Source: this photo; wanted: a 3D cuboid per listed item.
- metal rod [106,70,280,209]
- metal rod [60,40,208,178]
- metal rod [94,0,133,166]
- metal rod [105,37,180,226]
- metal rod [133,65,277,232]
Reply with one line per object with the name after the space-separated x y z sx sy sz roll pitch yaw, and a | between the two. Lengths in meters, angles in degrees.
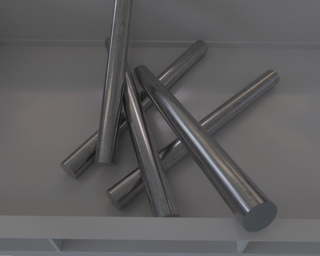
0.059 0.001 0.404 0.302 0.025 0.025 -35 58 -26 | metal rod
-0.019 -0.043 0.440 0.025 0.025 0.301 29 56 22 | metal rod
-0.054 -0.101 0.402 0.025 0.025 0.299 3 73 2 | metal rod
-0.033 -0.022 0.389 0.025 0.025 0.300 -12 51 -10 | metal rod
0.019 -0.011 0.324 0.025 0.025 0.300 -15 31 -12 | metal rod
